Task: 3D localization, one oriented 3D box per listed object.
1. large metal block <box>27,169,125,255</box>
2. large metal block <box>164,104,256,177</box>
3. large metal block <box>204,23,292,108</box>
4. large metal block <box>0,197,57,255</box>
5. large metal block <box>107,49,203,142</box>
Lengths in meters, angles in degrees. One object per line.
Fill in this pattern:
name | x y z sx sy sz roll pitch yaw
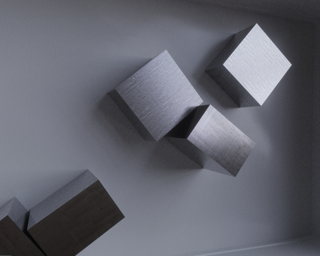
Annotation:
large metal block | -0.095 0.095 0.347 0.080 0.080 0.050 -35 102 -17
large metal block | 0.061 0.016 0.405 0.080 0.080 0.050 38 78 -17
large metal block | 0.126 -0.087 0.445 0.080 0.050 0.080 43 76 -15
large metal block | -0.151 0.127 0.326 0.050 0.080 0.080 -39 103 -16
large metal block | -0.007 -0.039 0.396 0.080 0.050 0.080 -41 103 -16
